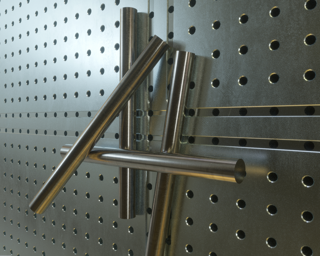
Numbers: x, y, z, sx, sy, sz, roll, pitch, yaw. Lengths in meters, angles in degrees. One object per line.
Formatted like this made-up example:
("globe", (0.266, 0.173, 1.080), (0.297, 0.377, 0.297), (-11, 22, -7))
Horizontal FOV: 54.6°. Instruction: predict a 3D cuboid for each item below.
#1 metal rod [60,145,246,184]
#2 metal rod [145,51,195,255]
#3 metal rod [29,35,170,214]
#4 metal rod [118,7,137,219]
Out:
("metal rod", (-0.035, 0.041, 0.405), (0.300, 0.025, 0.025), (1, 91, 40))
("metal rod", (0.010, 0.053, 0.402), (0.025, 0.025, 0.298), (14, 99, 39))
("metal rod", (-0.088, 0.001, 0.432), (0.025, 0.025, 0.299), (43, 100, 31))
("metal rod", (-0.046, -0.021, 0.448), (0.025, 0.025, 0.298), (1, 91, 40))
